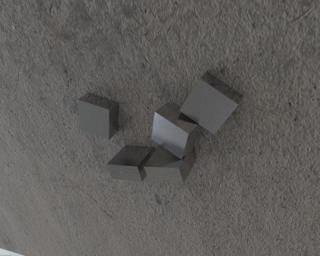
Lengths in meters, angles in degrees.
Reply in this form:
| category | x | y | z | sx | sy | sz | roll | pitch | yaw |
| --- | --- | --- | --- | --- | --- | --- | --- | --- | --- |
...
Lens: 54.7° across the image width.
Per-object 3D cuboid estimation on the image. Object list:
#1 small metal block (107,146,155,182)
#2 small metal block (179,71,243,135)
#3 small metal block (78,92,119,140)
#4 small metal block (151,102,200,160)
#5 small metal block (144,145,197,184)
| category | x | y | z | sx | sy | sz | roll | pitch | yaw |
| --- | --- | --- | --- | --- | --- | --- | --- | --- | --- |
| small metal block | -0.038 | 0.049 | 0.442 | 0.050 | 0.050 | 0.025 | 0 | 119 | 28 |
| small metal block | 0.059 | -0.029 | 0.358 | 0.050 | 0.025 | 0.050 | 35 | 129 | 4 |
| small metal block | -0.087 | -0.017 | 0.442 | 0.050 | 0.025 | 0.050 | 18 | 126 | 17 |
| small metal block | 0.019 | 0.004 | 0.387 | 0.050 | 0.025 | 0.050 | 34 | 142 | 21 |
| small metal block | 0.014 | 0.047 | 0.411 | 0.050 | 0.050 | 0.025 | -1 | 121 | 29 |
